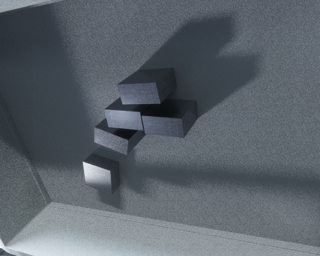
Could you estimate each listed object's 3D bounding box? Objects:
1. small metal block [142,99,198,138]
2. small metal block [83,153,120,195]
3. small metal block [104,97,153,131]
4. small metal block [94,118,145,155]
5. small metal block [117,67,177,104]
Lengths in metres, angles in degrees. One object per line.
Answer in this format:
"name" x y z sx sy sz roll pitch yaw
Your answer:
"small metal block" 0.013 -0.013 0.376 0.050 0.050 0.025 5 121 25
"small metal block" -0.094 0.074 0.502 0.050 0.025 0.050 15 125 19
"small metal block" -0.034 -0.022 0.395 0.050 0.050 0.025 5 121 25
"small metal block" -0.054 0.005 0.423 0.050 0.050 0.025 20 126 16
"small metal block" -0.014 -0.050 0.368 0.050 0.050 0.025 1 119 27
